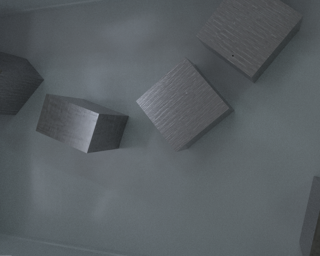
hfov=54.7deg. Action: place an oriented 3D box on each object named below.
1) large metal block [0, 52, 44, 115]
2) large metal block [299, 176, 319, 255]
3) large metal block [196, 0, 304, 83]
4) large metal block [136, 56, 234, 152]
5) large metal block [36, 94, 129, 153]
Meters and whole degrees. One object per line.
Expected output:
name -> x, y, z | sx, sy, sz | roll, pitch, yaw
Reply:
large metal block -> -0.240, -0.066, 0.466 | 0.080, 0.080, 0.050 | -46, 76, 14
large metal block -> 0.181, 0.100, 0.317 | 0.050, 0.080, 0.080 | 12, 94, 19
large metal block -> 0.103, -0.111, 0.361 | 0.080, 0.050, 0.080 | 41, 103, 15
large metal block -> 0.032, -0.028, 0.386 | 0.080, 0.050, 0.080 | -41, 77, 15
large metal block -> -0.101, -0.007, 0.417 | 0.080, 0.080, 0.050 | 21, 97, 19
